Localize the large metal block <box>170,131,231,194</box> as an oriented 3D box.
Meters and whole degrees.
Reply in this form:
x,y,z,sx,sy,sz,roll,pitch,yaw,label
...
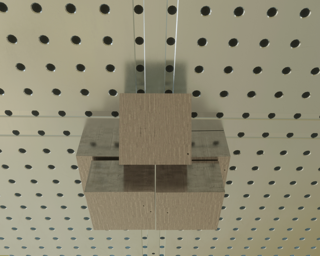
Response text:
x,y,z,sx,sy,sz,roll,pitch,yaw,label
0.050,0.051,0.439,0.081,0.050,0.079,-1,130,0,large metal block

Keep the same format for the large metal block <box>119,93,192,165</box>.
x,y,z,sx,sy,sz,roll,pitch,yaw,label
-0.005,0.002,0.370,0.081,0.050,0.080,0,88,-1,large metal block

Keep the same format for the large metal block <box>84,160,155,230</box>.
x,y,z,sx,sy,sz,roll,pitch,yaw,label
-0.047,0.087,0.400,0.081,0.050,0.079,0,130,-1,large metal block

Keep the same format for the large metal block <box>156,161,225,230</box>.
x,y,z,sx,sy,sz,roll,pitch,yaw,label
0.035,0.089,0.403,0.081,0.050,0.079,0,130,-1,large metal block

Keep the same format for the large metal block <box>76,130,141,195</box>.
x,y,z,sx,sy,sz,roll,pitch,yaw,label
-0.068,0.050,0.438,0.081,0.050,0.079,1,130,-2,large metal block
